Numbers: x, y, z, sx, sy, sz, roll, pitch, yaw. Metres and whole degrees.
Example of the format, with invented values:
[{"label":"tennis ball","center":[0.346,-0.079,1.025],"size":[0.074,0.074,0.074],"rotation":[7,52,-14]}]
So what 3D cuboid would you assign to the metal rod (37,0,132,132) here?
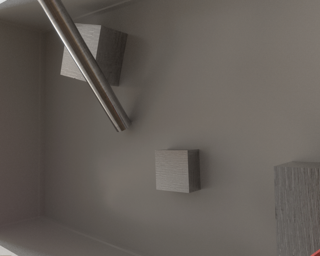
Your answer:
[{"label":"metal rod","center":[-0.118,-0.124,0.397],"size":[0.025,0.025,0.299],"rotation":[-10,118,39]}]

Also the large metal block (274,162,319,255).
[{"label":"large metal block","center":[0.149,0.072,0.267],"size":[0.080,0.050,0.079],"rotation":[-3,88,39]}]

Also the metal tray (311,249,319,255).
[{"label":"metal tray","center":[0.125,0.117,0.147],"size":[0.130,0.030,0.089],"rotation":[55,127,33]}]

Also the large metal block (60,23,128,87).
[{"label":"large metal block","center":[-0.102,-0.112,0.472],"size":[0.080,0.050,0.079],"rotation":[19,102,38]}]

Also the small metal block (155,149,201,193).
[{"label":"small metal block","center":[0.022,0.052,0.387],"size":[0.050,0.025,0.050],"rotation":[-3,88,39]}]
